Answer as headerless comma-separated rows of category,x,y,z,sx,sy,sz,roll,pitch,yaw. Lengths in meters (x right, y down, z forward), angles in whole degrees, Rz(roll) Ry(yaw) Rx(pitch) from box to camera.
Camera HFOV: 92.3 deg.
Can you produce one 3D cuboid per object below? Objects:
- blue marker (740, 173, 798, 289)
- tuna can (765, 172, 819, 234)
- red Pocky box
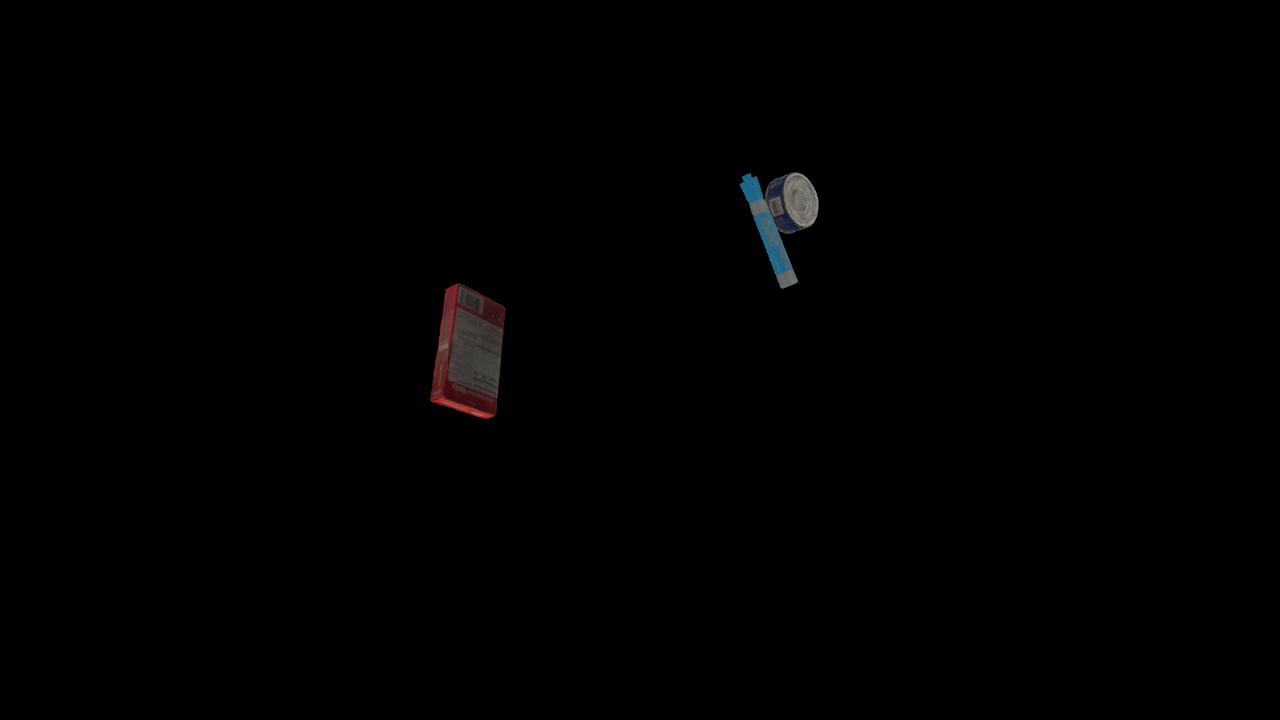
blue marker,0.131,-0.132,0.629,0.020,0.121,0.020,-23,6,3
tuna can,0.223,-0.230,0.900,0.084,0.084,0.034,0,-5,-37
red Pocky box,-0.211,-0.011,0.763,0.028,0.155,0.083,-17,-29,31
